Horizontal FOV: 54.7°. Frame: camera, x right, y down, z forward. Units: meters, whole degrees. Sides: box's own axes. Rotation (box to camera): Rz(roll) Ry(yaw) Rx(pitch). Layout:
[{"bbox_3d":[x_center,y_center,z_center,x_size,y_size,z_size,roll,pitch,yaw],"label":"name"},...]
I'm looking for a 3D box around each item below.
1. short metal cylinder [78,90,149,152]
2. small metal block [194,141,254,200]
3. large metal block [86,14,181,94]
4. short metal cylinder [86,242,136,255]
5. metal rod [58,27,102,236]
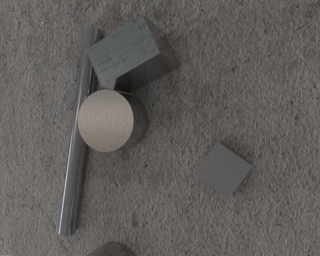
[{"bbox_3d":[-0.062,-0.009,0.417,0.080,0.050,0.080,0,90,20],"label":"short metal cylinder"},{"bbox_3d":[0.079,0.050,0.381,0.050,0.025,0.050,37,102,16],"label":"small metal block"},{"bbox_3d":[-0.030,-0.088,0.390,0.080,0.080,0.050,-26,82,18],"label":"large metal block"},{"bbox_3d":[-0.072,0.203,0.421,0.080,0.050,0.080,0,90,20],"label":"short metal cylinder"},{"bbox_3d":[-0.117,0.006,0.450,0.025,0.025,0.298,9,93,19],"label":"metal rod"}]
